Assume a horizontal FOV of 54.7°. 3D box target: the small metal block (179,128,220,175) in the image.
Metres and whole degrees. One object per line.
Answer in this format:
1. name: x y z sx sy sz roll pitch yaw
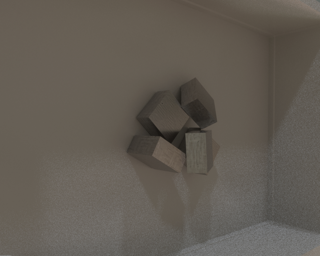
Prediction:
1. small metal block: 0.056 0.034 0.454 0.050 0.025 0.050 43 64 -32

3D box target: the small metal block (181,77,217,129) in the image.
1. small metal block: 0.055 -0.035 0.438 0.050 0.025 0.050 45 30 -31

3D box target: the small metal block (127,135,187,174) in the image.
1. small metal block: -0.004 0.032 0.386 0.050 0.050 0.025 36 68 -35

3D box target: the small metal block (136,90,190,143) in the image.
1. small metal block: 0.005 -0.014 0.410 0.050 0.025 0.050 51 60 -28

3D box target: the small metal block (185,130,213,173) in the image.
1. small metal block: 0.052 0.029 0.403 0.050 0.025 0.050 -11 98 -72
